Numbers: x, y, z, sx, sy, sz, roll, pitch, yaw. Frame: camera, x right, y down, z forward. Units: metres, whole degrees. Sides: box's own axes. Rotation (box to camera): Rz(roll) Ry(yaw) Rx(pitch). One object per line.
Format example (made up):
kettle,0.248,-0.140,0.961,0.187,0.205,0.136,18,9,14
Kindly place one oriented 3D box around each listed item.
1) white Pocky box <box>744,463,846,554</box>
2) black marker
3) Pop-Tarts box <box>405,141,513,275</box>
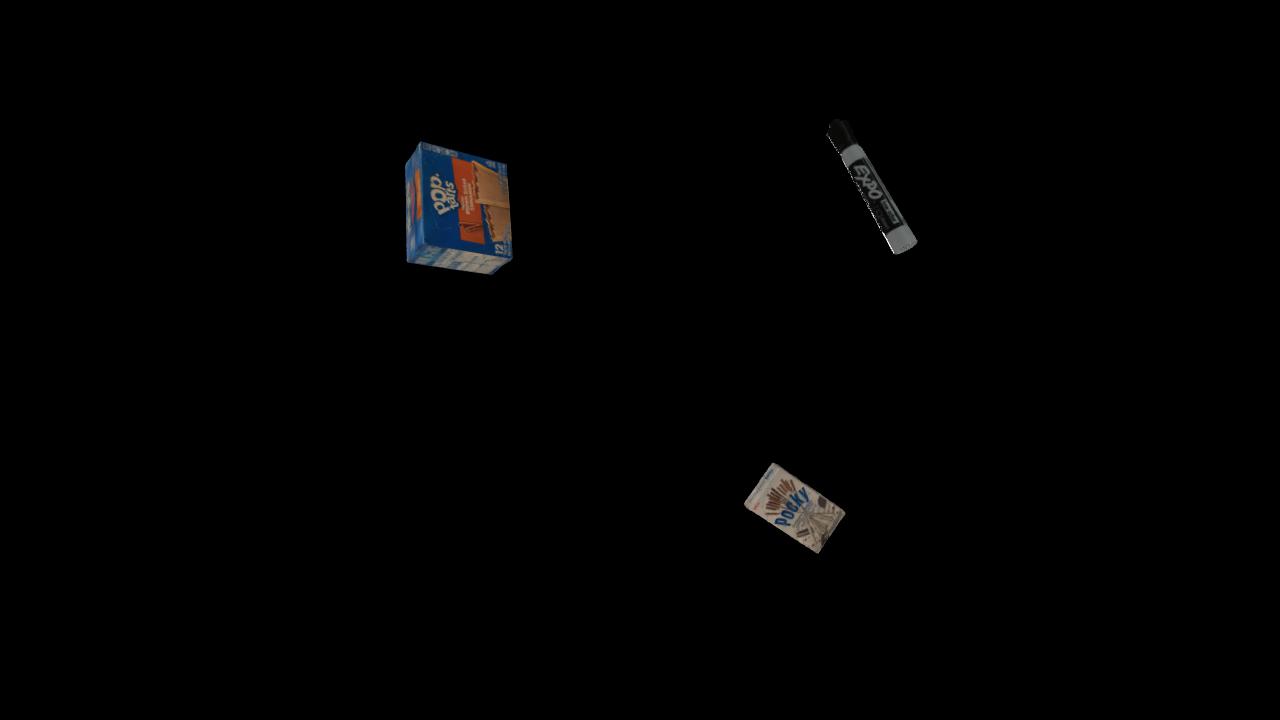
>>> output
white Pocky box,0.248,0.236,0.979,0.154,0.084,0.028,35,0,-18
black marker,0.179,-0.139,0.483,0.020,0.121,0.020,-22,-14,-6
Pop-Tarts box,-0.282,-0.231,0.957,0.141,0.167,0.083,4,-18,-36
